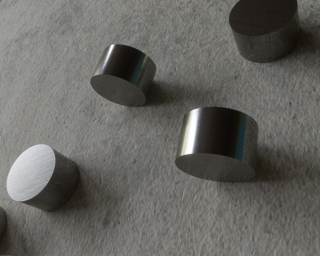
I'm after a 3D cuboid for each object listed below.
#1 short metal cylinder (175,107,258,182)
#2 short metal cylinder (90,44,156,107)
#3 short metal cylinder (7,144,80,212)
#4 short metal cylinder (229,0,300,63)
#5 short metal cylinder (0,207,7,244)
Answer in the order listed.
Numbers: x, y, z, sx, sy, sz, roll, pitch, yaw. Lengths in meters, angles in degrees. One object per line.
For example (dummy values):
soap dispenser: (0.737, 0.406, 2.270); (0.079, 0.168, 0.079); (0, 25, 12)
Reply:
short metal cylinder: (0.060, 0.020, 0.324); (0.080, 0.080, 0.050); (-1, 61, 27)
short metal cylinder: (-0.051, -0.072, 0.438); (0.080, 0.080, 0.050); (4, 64, 30)
short metal cylinder: (-0.160, 0.069, 0.427); (0.080, 0.050, 0.080); (-13, 56, 20)
short metal cylinder: (0.135, -0.131, 0.397); (0.080, 0.050, 0.080); (-13, 56, 20)
short metal cylinder: (-0.268, 0.143, 0.438); (0.080, 0.050, 0.080); (-13, 56, 20)
